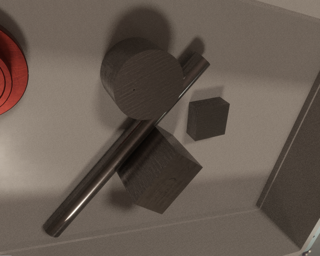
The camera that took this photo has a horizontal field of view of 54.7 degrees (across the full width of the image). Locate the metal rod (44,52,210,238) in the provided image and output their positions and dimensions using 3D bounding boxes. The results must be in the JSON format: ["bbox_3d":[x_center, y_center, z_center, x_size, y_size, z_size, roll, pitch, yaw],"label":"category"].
[{"bbox_3d":[-0.046,0.026,0.398,0.299,0.025,0.025,-48,129,6],"label":"metal rod"}]

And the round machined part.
[{"bbox_3d":[-0.170,-0.049,0.275,0.099,0.042,0.097,-14,125,-21],"label":"round machined part"}]

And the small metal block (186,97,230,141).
[{"bbox_3d":[0.067,-0.013,0.439,0.050,0.025,0.050,-12,124,-23],"label":"small metal block"}]

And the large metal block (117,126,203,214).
[{"bbox_3d":[-0.006,0.050,0.402,0.050,0.080,0.080,33,99,-39],"label":"large metal block"}]

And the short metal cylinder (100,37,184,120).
[{"bbox_3d":[-0.021,-0.056,0.348,0.081,0.050,0.079,-14,124,-21],"label":"short metal cylinder"}]
